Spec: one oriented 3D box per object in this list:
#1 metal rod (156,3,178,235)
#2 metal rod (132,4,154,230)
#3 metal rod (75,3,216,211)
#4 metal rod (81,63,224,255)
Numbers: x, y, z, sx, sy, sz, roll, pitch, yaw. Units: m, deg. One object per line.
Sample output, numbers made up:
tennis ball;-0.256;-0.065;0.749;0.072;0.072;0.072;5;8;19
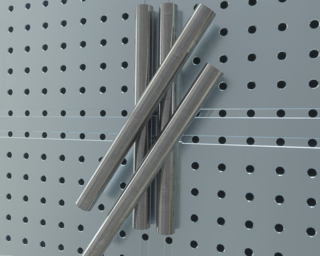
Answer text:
metal rod;0.009;-0.012;0.410;0.025;0.025;0.298;1;90;20
metal rod;-0.023;-0.014;0.422;0.025;0.025;0.298;1;90;20
metal rod;-0.024;-0.017;0.396;0.025;0.025;0.299;36;101;16
metal rod;-0.015;0.053;0.392;0.025;0.025;0.299;36;101;16
